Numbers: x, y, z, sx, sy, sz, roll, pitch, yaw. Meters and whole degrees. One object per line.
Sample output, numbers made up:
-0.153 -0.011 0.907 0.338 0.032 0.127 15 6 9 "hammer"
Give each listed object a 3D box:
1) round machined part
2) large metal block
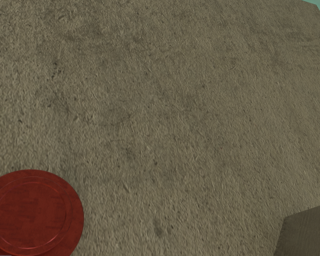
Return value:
-0.118 0.082 0.280 0.099 0.042 0.098 14 56 -21 "round machined part"
0.195 0.148 0.385 0.050 0.080 0.080 40 51 -2 "large metal block"
